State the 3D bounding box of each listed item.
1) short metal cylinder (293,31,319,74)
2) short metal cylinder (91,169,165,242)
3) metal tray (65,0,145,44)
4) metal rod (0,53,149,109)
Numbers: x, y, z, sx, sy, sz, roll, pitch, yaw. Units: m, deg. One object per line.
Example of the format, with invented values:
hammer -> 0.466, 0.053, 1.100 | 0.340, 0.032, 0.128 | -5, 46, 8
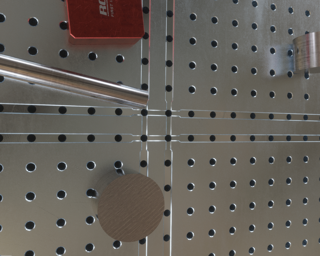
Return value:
short metal cylinder -> 0.248, -0.114, 0.474 | 0.081, 0.080, 0.050 | -3, 91, -20
short metal cylinder -> -0.041, 0.093, 0.384 | 0.081, 0.050, 0.080 | 0, 90, -20
metal tray -> -0.072, -0.172, 0.383 | 0.091, 0.030, 0.129 | -6, 92, -20
metal rod -> -0.158, -0.067, 0.353 | 0.302, 0.025, 0.025 | 12, 86, -20
